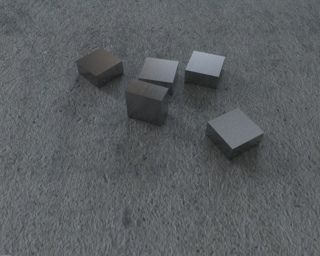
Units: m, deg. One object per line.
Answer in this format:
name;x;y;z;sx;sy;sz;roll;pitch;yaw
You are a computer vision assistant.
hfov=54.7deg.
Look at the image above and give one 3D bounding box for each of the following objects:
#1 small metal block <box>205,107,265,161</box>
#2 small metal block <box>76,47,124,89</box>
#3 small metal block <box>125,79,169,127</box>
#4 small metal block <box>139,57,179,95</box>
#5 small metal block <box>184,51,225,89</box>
small metal block;0.095;0.007;0.398;0.050;0.025;0.050;-24;54;-19
small metal block;-0.093;-0.094;0.482;0.050;0.025;0.050;37;59;27
small metal block;-0.017;-0.033;0.415;0.050;0.050;0.025;17;52;13
small metal block;-0.001;-0.079;0.469;0.050;0.025;0.050;9;51;7
small metal block;0.069;-0.090;0.480;0.050;0.025;0.050;14;51;11
